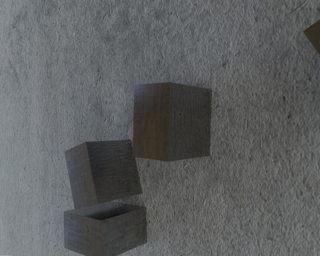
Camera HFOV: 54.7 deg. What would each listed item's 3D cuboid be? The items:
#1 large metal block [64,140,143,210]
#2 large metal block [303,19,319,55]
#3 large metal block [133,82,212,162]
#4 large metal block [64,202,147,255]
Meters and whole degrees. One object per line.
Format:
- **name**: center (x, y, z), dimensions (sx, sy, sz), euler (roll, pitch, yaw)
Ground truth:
- **large metal block**: center (-0.078, 0.063, 0.434), dimensions (0.050, 0.081, 0.080), euler (-22, 76, 38)
- **large metal block**: center (0.164, -0.050, 0.234), dimensions (0.050, 0.081, 0.080), euler (-37, 67, 34)
- **large metal block**: center (0.016, -0.007, 0.356), dimensions (0.050, 0.081, 0.079), euler (3, 92, 40)
- **large metal block**: center (-0.076, 0.139, 0.432), dimensions (0.080, 0.081, 0.050), euler (-3, 88, 40)
